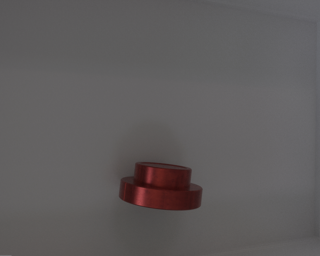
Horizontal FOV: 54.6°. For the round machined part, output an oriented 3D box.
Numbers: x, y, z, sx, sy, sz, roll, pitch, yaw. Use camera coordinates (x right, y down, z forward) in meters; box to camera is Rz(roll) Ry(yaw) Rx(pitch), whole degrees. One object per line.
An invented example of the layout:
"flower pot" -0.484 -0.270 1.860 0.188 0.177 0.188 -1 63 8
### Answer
"round machined part" 0.002 0.066 0.372 0.099 0.098 0.042 7 88 -20
